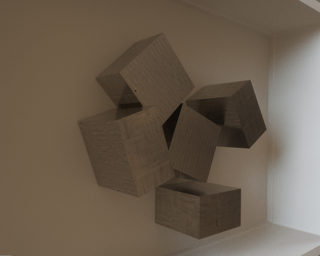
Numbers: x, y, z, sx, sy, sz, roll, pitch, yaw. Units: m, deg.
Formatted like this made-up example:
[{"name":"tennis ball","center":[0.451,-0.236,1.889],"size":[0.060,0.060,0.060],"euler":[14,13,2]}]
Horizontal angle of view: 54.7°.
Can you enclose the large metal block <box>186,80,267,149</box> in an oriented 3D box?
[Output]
[{"name":"large metal block","center":[0.097,-0.019,0.452],"size":[0.050,0.080,0.080],"euler":[-38,114,-34]}]

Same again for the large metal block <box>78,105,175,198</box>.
[{"name":"large metal block","center":[-0.038,0.022,0.339],"size":[0.050,0.080,0.080],"euler":[-24,106,-38]}]

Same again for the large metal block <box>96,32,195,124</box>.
[{"name":"large metal block","center":[-0.015,-0.055,0.377],"size":[0.080,0.050,0.080],"euler":[-50,120,-29]}]

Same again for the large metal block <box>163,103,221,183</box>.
[{"name":"large metal block","center":[0.029,0.021,0.415],"size":[0.080,0.050,0.080],"euler":[28,72,-37]}]

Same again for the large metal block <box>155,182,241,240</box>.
[{"name":"large metal block","center":[0.051,0.105,0.415],"size":[0.081,0.080,0.050],"euler":[1,90,-40]}]
